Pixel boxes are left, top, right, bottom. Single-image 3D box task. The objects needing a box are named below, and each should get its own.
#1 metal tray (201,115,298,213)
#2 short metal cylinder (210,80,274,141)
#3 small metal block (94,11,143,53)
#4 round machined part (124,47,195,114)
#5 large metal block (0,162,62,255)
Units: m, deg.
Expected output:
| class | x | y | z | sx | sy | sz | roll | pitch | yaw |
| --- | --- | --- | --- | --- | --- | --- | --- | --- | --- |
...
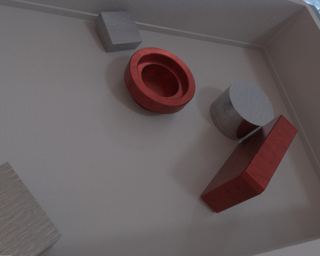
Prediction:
| class | x | y | z | sx | sy | sz | roll | pitch | yaw |
| --- | --- | --- | --- | --- | --- | --- | --- | --- | --- |
| metal tray | 0.116 | 0.045 | 0.401 | 0.030 | 0.090 | 0.131 | 46 | 51 | 3 |
| short metal cylinder | 0.125 | -0.027 | 0.476 | 0.081 | 0.050 | 0.080 | 14 | 56 | -21 |
| small metal block | -0.061 | -0.141 | 0.454 | 0.050 | 0.025 | 0.050 | -18 | 84 | -35 |
| round machined part | -0.004 | -0.061 | 0.431 | 0.099 | 0.042 | 0.098 | 14 | 56 | -21 |
| large metal block | -0.144 | 0.089 | 0.258 | 0.081 | 0.050 | 0.080 | -34 | 81 | -38 |
